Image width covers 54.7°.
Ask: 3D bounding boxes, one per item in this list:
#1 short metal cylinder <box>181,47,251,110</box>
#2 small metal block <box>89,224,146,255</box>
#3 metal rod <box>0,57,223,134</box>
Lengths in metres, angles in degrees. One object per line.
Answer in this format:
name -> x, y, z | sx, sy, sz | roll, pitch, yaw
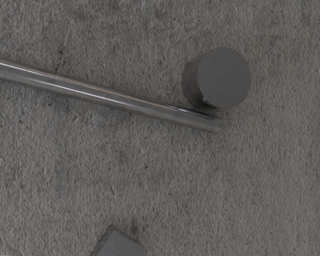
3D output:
short metal cylinder -> 0.076, -0.065, 0.424 | 0.081, 0.050, 0.080 | 0, 90, -20
small metal block -> -0.055, 0.159, 0.389 | 0.050, 0.025, 0.050 | 37, 78, -16
metal rod -> -0.056, -0.037, 0.388 | 0.302, 0.025, 0.025 | 14, 86, -20
